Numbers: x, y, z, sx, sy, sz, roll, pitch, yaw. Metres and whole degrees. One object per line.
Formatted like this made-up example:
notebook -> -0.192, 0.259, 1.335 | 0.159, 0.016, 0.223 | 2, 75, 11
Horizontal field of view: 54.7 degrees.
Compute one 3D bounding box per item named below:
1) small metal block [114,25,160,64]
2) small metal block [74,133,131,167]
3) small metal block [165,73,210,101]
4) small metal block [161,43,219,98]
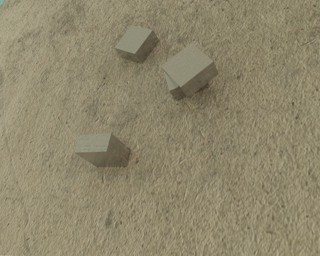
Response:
small metal block -> -0.038, -0.138, 0.508 | 0.050, 0.025, 0.050 | 25, 75, 36
small metal block -> -0.074, 0.031, 0.408 | 0.050, 0.050, 0.025 | -4, 60, 26
small metal block -> 0.036, -0.072, 0.430 | 0.050, 0.025, 0.050 | -22, 53, 14
small metal block -> 0.038, -0.074, 0.398 | 0.050, 0.025, 0.050 | -38, 51, 2
